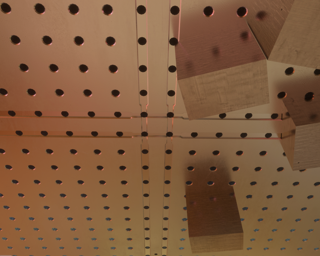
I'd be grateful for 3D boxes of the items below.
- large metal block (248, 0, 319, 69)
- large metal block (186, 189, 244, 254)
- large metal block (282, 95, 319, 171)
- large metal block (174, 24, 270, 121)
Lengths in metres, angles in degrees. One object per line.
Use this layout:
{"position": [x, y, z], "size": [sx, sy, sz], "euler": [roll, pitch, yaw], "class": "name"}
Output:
{"position": [0.127, -0.112, 0.281], "size": [0.050, 0.080, 0.079], "euler": [8, 130, -7], "class": "large metal block"}
{"position": [0.087, 0.151, 0.505], "size": [0.080, 0.080, 0.050], "euler": [-7, 130, 6], "class": "large metal block"}
{"position": [0.207, 0.005, 0.401], "size": [0.080, 0.050, 0.080], "euler": [-10, 130, 8], "class": "large metal block"}
{"position": [0.062, -0.060, 0.325], "size": [0.080, 0.080, 0.050], "euler": [-12, 129, 10], "class": "large metal block"}
